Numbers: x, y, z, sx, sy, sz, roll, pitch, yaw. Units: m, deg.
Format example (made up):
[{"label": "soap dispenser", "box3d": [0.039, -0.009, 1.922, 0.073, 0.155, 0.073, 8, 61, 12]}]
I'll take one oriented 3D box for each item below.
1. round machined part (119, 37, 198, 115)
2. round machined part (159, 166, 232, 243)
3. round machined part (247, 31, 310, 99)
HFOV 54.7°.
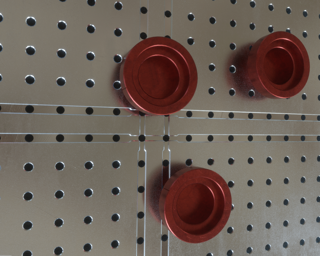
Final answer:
[{"label": "round machined part", "box3d": [-0.005, -0.065, 0.403, 0.099, 0.042, 0.097, 0, 90, -21]}, {"label": "round machined part", "box3d": [0.044, 0.101, 0.421, 0.099, 0.042, 0.097, 0, 90, -21]}, {"label": "round machined part", "box3d": [0.173, -0.092, 0.469, 0.099, 0.042, 0.097, 0, 90, -21]}]
